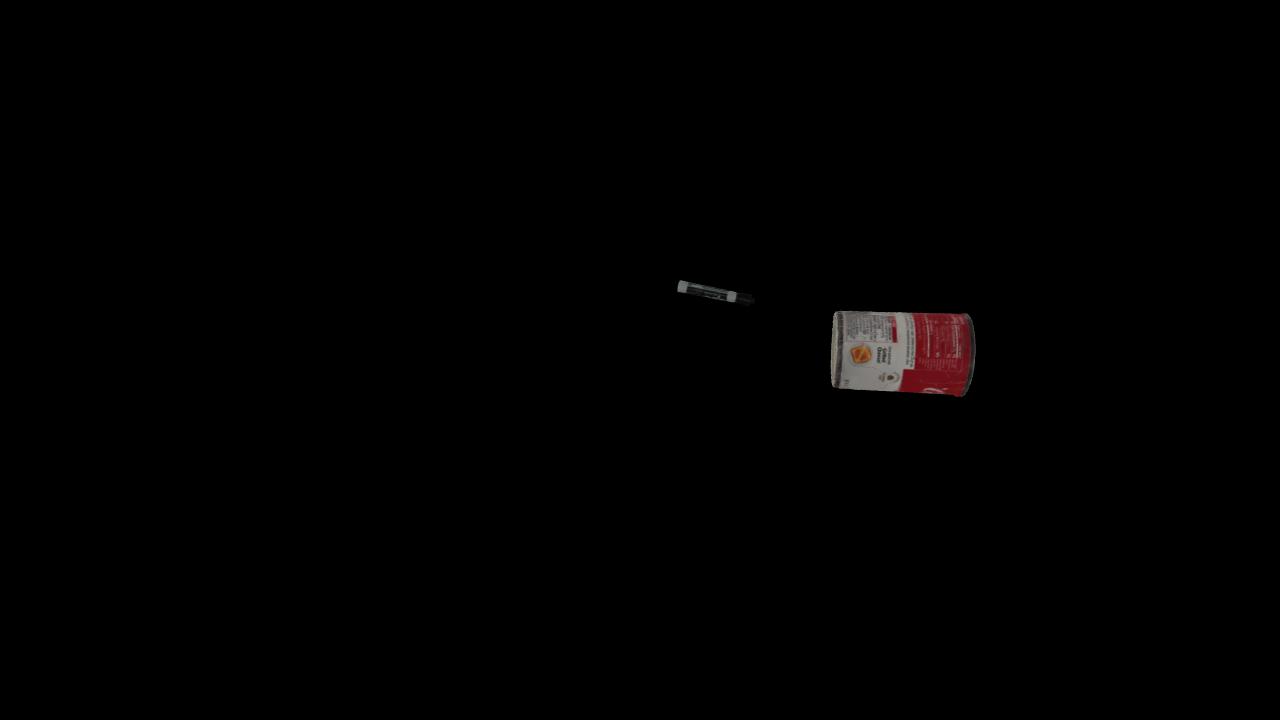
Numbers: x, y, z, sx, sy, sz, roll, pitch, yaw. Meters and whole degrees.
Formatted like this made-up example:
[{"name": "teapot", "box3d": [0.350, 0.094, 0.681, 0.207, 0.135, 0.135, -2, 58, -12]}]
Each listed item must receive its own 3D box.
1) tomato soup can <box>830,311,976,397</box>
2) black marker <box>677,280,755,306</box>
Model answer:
[{"name": "tomato soup can", "box3d": [0.211, -0.007, 0.506, 0.101, 0.068, 0.068, 3, 1, 13]}, {"name": "black marker", "box3d": [0.119, -0.104, 0.961, 0.121, 0.020, 0.020, 13, 2, 11]}]
